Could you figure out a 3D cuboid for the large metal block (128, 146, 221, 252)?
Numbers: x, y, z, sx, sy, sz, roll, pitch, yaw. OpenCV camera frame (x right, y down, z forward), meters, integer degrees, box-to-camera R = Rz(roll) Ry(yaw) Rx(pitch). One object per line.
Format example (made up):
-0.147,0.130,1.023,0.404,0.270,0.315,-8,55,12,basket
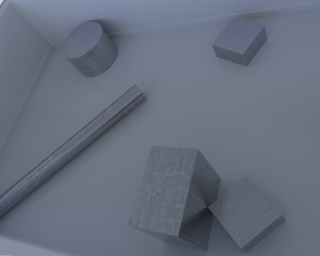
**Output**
0.020,0.072,0.315,0.050,0.080,0.080,2,63,29,large metal block

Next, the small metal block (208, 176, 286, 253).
0.086,0.085,0.308,0.050,0.025,0.050,-40,51,0,small metal block

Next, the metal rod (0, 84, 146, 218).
-0.144,0.041,0.453,0.300,0.025,0.025,-39,51,1,metal rod

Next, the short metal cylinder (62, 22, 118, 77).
-0.120,-0.135,0.533,0.080,0.050,0.080,-13,56,20,short metal cylinder

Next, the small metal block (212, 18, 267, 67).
0.108,-0.117,0.420,0.050,0.025,0.050,30,78,37,small metal block
